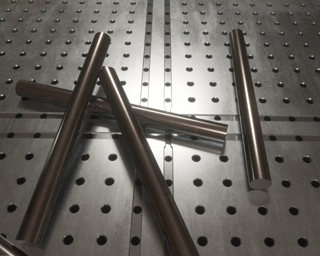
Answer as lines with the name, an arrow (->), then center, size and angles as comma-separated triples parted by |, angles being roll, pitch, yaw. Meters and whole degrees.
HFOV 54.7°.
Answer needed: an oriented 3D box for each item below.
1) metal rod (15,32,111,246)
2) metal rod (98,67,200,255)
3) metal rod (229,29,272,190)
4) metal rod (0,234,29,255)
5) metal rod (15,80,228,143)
metal rod -> -0.109, -0.010, 0.389 | 0.025, 0.025, 0.300 | 7, 58, 5
metal rod -> -0.017, 0.040, 0.353 | 0.025, 0.025, 0.299 | -18, 58, -15
metal rod -> 0.125, -0.050, 0.451 | 0.025, 0.025, 0.300 | 3, 50, 2
metal rod -> -0.168, 0.117, 0.307 | 0.301, 0.025, 0.025 | 25, 54, 19
metal rod -> -0.059, -0.025, 0.428 | 0.301, 0.025, 0.025 | 13, 51, 10
